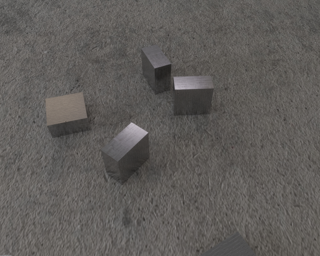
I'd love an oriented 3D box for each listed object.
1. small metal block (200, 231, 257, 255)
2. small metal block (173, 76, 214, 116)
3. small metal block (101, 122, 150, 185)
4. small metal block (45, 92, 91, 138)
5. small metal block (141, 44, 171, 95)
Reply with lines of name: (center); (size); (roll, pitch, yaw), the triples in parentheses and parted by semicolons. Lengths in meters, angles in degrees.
small metal block: (0.067, 0.135, 0.290); (0.050, 0.025, 0.050); (-24, 54, -19)
small metal block: (0.044, -0.044, 0.424); (0.050, 0.050, 0.025); (-2, 50, -2)
small metal block: (-0.039, 0.030, 0.361); (0.025, 0.050, 0.050); (31, 57, 23)
small metal block: (-0.124, -0.018, 0.418); (0.050, 0.025, 0.050); (-12, 51, -10)
small metal block: (-0.006, -0.087, 0.460); (0.025, 0.050, 0.050); (-19, 53, -15)
